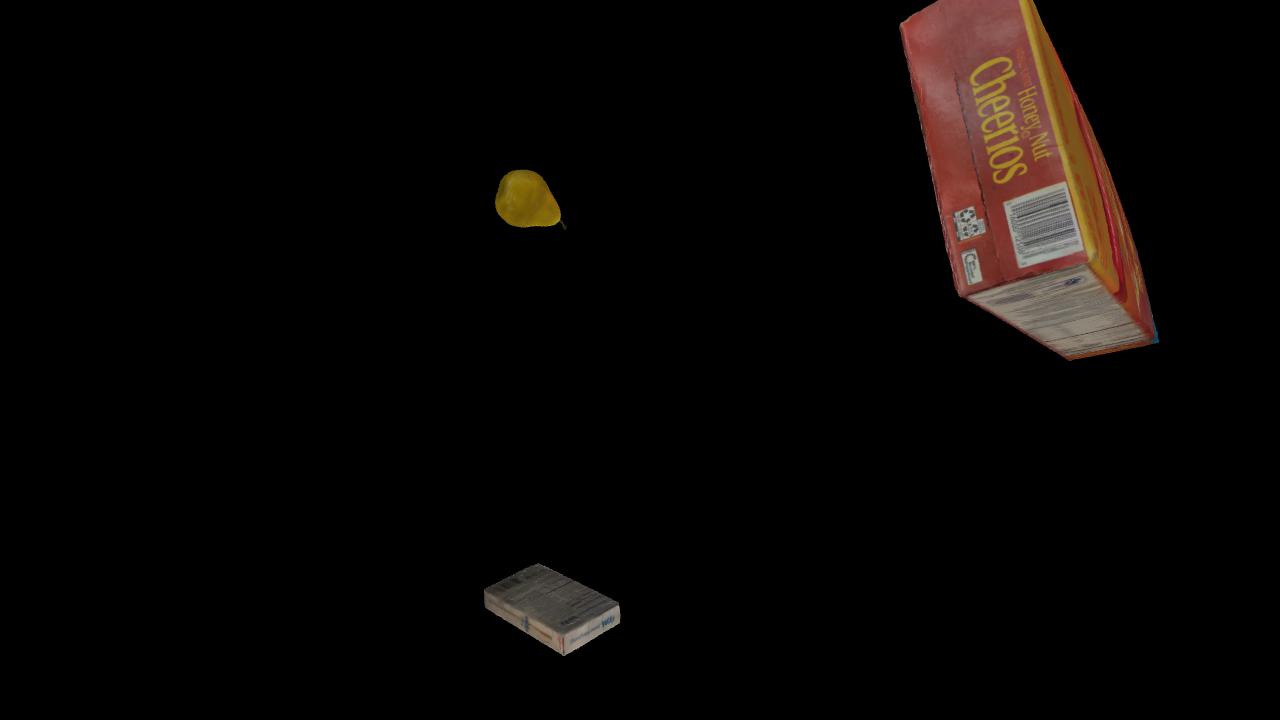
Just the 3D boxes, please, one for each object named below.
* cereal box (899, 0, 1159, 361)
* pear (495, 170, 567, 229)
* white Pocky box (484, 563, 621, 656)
[{"bbox_3d":[0.311,-0.121,0.471,0.306,0.203,0.081,10,-21,-44],"label":"cereal box"},{"bbox_3d":[-0.145,-0.220,0.870,0.111,0.080,0.080,13,-7,-32],"label":"pear"},{"bbox_3d":[-0.104,0.282,0.710,0.154,0.028,0.084,5,11,44],"label":"white Pocky box"}]
